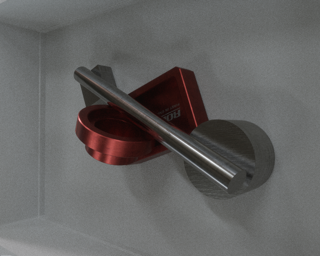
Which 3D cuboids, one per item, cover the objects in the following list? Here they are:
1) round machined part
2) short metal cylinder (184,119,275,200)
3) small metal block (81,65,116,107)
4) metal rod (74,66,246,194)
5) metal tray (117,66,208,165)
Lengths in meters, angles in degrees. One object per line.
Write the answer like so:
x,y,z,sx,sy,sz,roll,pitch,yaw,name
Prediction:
-0.055,0.011,0.383,0.098,0.099,0.042,34,119,34,round machined part
0.072,0.031,0.328,0.080,0.050,0.079,0,90,39,short metal cylinder
-0.095,-0.063,0.481,0.050,0.025,0.050,-28,73,36,small metal block
-0.025,-0.017,0.371,0.300,0.025,0.025,35,111,41,metal rod
-0.005,-0.011,0.403,0.130,0.030,0.090,-24,75,37,metal tray
